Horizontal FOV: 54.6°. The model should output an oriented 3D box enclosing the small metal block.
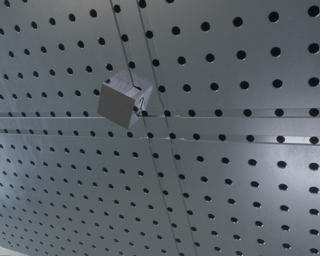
[{"bbox_3d":[-0.054,-0.034,0.419,0.050,0.025,0.050,27,128,11],"label":"small metal block"}]
